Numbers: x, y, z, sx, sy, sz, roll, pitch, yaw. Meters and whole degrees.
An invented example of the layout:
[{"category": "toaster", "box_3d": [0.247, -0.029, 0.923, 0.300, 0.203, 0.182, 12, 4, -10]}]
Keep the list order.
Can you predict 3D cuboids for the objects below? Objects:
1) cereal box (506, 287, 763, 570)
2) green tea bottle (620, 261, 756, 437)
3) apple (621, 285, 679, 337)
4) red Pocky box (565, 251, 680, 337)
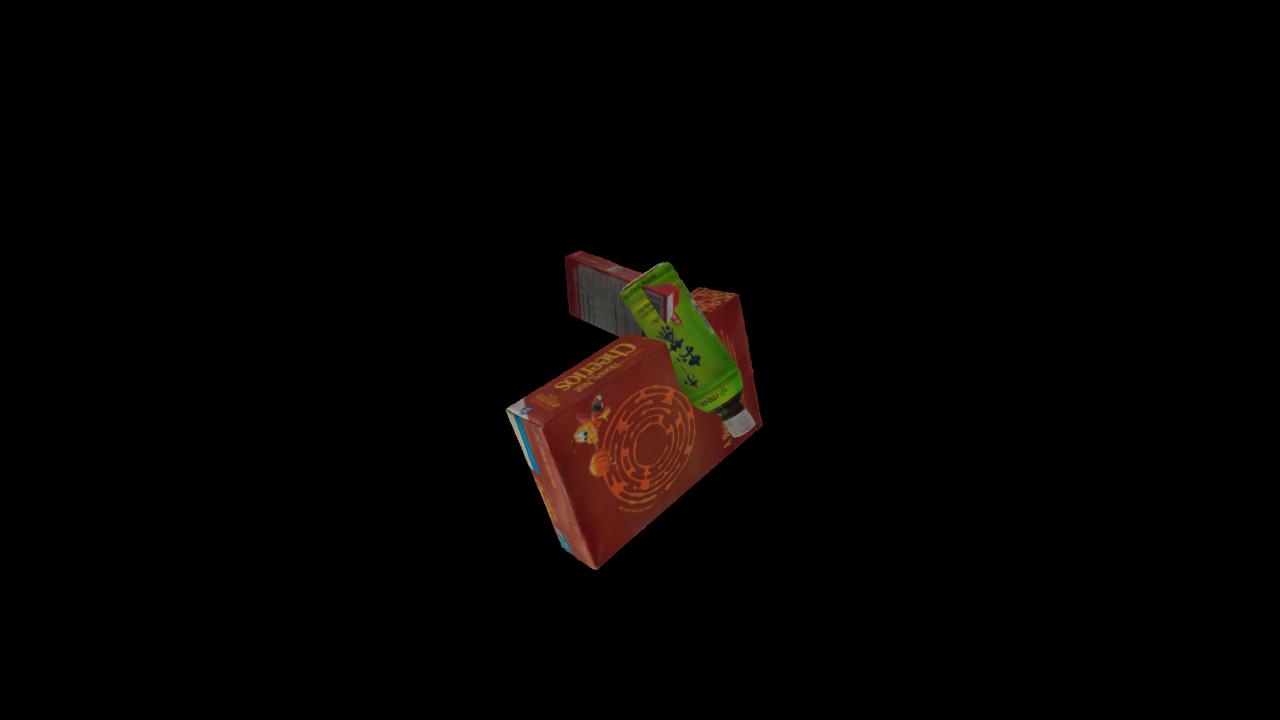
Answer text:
[{"category": "cereal box", "box_3d": [0.012, 0.069, 0.727, 0.306, 0.203, 0.081, -34, 33, -29]}, {"category": "green tea bottle", "box_3d": [0.062, -0.008, 0.695, 0.073, 0.212, 0.073, -35, 1, 1]}, {"category": "apple", "box_3d": [0.050, 0.022, 0.742, 0.093, 0.079, 0.079, 15, 2, 6]}, {"category": "red Pocky box", "box_3d": [-0.022, -0.068, 0.711, 0.155, 0.083, 0.028, 25, 43, 32]}]
